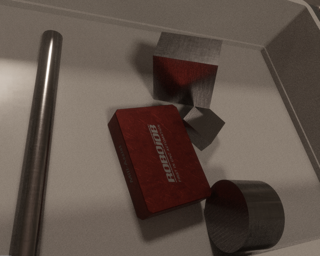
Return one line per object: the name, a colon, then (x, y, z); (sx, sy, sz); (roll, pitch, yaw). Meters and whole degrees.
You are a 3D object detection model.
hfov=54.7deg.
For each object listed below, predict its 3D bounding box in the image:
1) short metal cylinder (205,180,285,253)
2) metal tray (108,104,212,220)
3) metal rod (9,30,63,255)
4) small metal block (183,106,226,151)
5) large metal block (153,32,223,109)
short metal cylinder: (0.096, 0.101, 0.362); (0.050, 0.080, 0.080); (6, 59, -25)
metal tray: (-0.001, 0.036, 0.381); (0.091, 0.030, 0.130); (-8, 66, -32)
metal rod: (-0.128, 0.012, 0.329); (0.025, 0.025, 0.299); (9, 58, -24)
small metal block: (0.058, -0.004, 0.441); (0.050, 0.025, 0.050); (42, 51, 0)
large metal block: (0.036, -0.077, 0.422); (0.080, 0.080, 0.050); (10, 53, 7)
